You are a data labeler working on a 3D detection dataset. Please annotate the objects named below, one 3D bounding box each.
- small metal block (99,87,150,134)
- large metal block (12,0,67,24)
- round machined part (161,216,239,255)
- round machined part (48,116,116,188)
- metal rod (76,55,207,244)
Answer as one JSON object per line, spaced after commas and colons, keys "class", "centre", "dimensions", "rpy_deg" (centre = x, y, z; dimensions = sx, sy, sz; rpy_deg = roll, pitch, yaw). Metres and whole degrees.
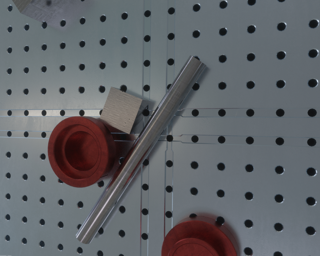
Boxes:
{"class": "small metal block", "centre": [-0.049, -0.024, 0.430], "dimensions": [0.050, 0.025, 0.050], "rpy_deg": [24, 98, 18]}
{"class": "large metal block", "centre": [-0.183, -0.220, 0.464], "dimensions": [0.080, 0.050, 0.080], "rpy_deg": [-38, 78, 16]}
{"class": "round machined part", "centre": [0.047, 0.165, 0.387], "dimensions": [0.098, 0.042, 0.097], "rpy_deg": [0, 90, 19]}
{"class": "round machined part", "centre": [-0.105, 0.032, 0.439], "dimensions": [0.098, 0.042, 0.097], "rpy_deg": [1, 93, 21]}
{"class": "metal rod", "centre": [-0.031, 0.037, 0.423], "dimensions": [0.025, 0.025, 0.299], "rpy_deg": [36, 101, 16]}
